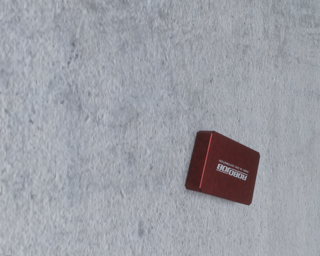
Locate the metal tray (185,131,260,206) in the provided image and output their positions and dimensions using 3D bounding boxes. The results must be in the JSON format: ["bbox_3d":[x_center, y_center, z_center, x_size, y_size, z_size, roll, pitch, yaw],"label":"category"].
[{"bbox_3d":[0.103,0.065,0.486,0.131,0.030,0.090,23,76,-38],"label":"metal tray"}]
